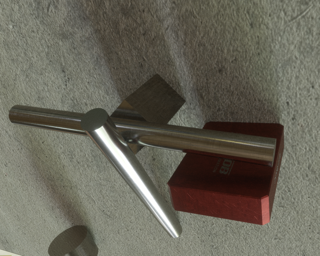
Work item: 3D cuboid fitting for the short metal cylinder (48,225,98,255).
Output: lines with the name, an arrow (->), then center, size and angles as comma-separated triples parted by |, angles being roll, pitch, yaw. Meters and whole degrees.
short metal cylinder -> -0.168, 0.238, 0.604 | 0.080, 0.080, 0.050 | -9, 114, 32

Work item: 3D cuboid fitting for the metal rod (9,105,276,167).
metal rod -> -0.039, 0.002, 0.324 | 0.301, 0.025, 0.025 | 8, 122, 23

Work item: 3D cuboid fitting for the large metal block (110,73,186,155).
large metal block -> -0.025, -0.010, 0.377 | 0.050, 0.080, 0.080 | 45, 129, -3

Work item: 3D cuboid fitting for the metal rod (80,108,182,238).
metal rod -> -0.016, 0.078, 0.381 | 0.025, 0.025, 0.299 | 8, 148, 24

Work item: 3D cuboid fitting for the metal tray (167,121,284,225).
metal tray -> 0.075, 0.037, 0.322 | 0.090, 0.131, 0.030 | 3, 120, 27
